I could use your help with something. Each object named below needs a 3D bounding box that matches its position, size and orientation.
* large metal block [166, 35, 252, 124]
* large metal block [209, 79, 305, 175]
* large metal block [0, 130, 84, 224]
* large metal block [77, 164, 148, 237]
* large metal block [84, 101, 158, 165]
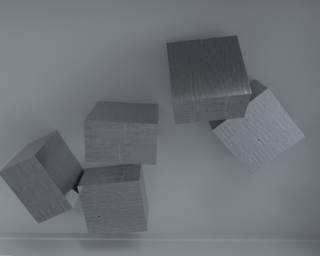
[{"bbox_3d":[0.052,-0.055,0.355,0.080,0.080,0.050,-6,152,2],"label":"large metal block"},{"bbox_3d":[0.120,-0.002,0.398,0.080,0.050,0.080,-39,106,13],"label":"large metal block"},{"bbox_3d":[-0.146,0.060,0.403,0.050,0.080,0.080,-26,108,9],"label":"large metal block"},{"bbox_3d":[-0.062,0.099,0.434,0.080,0.050,0.079,-6,110,2],"label":"large metal block"},{"bbox_3d":[-0.044,0.003,0.383,0.081,0.080,0.050,3,110,-1],"label":"large metal block"}]
